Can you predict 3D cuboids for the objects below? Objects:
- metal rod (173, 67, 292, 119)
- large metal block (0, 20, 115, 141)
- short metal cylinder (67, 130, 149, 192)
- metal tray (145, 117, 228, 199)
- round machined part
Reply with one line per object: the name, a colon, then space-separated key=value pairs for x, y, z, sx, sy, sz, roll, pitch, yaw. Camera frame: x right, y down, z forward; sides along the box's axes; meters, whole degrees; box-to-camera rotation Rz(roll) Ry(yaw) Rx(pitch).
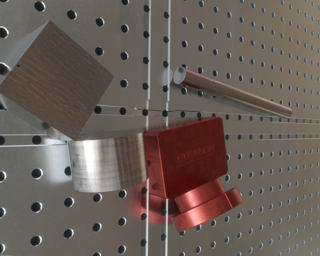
metal rod: x=0.141 y=-0.052 z=0.530 sx=0.302 sy=0.025 sz=0.025 roll=11 pitch=83 yaw=-40
large metal block: x=-0.106 y=-0.042 z=0.305 sx=0.080 sy=0.050 sz=0.080 roll=40 pitch=65 yaw=-33
short metal cylinder: x=-0.054 y=0.032 z=0.329 sx=0.081 sy=0.080 sz=0.050 roll=-10 pitch=97 yaw=-40
metal tray: x=0.042 y=0.038 z=0.443 sx=0.131 sy=0.030 sz=0.089 roll=-13 pitch=99 yaw=-39
round machined part: x=0.059 y=0.101 z=0.422 sx=0.099 sy=0.098 sz=0.042 roll=-13 pitch=71 yaw=-40
